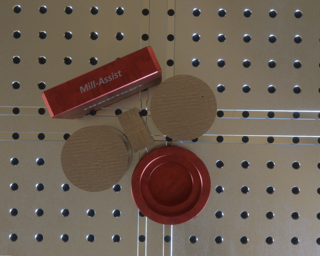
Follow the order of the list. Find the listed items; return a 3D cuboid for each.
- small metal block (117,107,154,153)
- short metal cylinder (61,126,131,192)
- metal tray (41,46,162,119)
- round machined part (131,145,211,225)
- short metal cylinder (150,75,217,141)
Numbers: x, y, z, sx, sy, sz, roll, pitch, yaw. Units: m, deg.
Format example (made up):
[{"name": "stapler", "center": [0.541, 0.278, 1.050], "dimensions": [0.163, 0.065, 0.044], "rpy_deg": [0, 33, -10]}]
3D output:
[{"name": "small metal block", "center": [-0.030, 0.002, 0.396], "dimensions": [0.025, 0.050, 0.050], "rpy_deg": [-25, 90, 0]}, {"name": "short metal cylinder", "center": [-0.079, 0.037, 0.396], "dimensions": [0.081, 0.050, 0.079], "rpy_deg": [0, 90, 0]}, {"name": "metal tray", "center": [-0.063, -0.050, 0.376], "dimensions": [0.131, 0.090, 0.030], "rpy_deg": [-23, 90, 0]}, {"name": "round machined part", "center": [0.014, 0.071, 0.401], "dimensions": [0.099, 0.042, 0.097], "rpy_deg": [0, 90, 0]}, {"name": "short metal cylinder", "center": [0.028, -0.025, 0.397], "dimensions": [0.081, 0.050, 0.079], "rpy_deg": [0, 90, 0]}]
